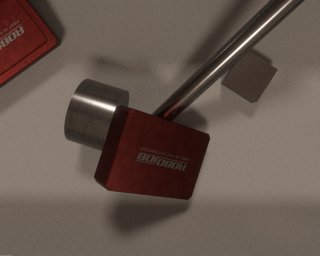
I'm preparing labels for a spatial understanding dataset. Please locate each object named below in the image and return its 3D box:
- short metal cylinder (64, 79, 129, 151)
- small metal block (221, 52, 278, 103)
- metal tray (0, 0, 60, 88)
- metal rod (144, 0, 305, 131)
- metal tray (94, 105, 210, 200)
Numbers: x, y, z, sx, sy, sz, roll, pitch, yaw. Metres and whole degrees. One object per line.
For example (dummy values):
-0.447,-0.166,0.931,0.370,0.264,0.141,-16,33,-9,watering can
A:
-0.075,-0.015,0.381,0.050,0.080,0.080,18,90,3,short metal cylinder
0.118,-0.068,0.413,0.050,0.025,0.050,33,90,-1,small metal block
-0.208,-0.108,0.394,0.130,0.030,0.090,-36,107,-1,metal tray
0.087,-0.091,0.352,0.025,0.025,0.299,47,114,-1,metal rod
-0.004,0.034,0.372,0.131,0.030,0.090,17,90,-39,metal tray
